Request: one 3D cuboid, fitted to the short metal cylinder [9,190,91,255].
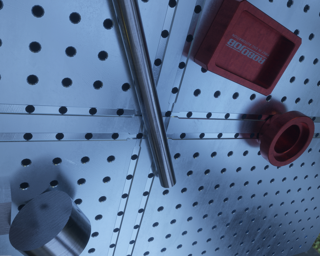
[{"bbox_3d":[-0.133,0.125,0.381,0.080,0.080,0.050,-30,129,-9],"label":"short metal cylinder"}]

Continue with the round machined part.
[{"bbox_3d":[0.208,0.014,0.526,0.099,0.042,0.097,-14,125,-21],"label":"round machined part"}]

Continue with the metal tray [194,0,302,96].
[{"bbox_3d":[0.120,-0.103,0.411,0.131,0.030,0.089,15,111,-35],"label":"metal tray"}]

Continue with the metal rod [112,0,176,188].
[{"bbox_3d":[-0.014,-0.036,0.382,0.025,0.025,0.298,-24,127,-14],"label":"metal rod"}]

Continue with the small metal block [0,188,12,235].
[{"bbox_3d":[-0.203,0.101,0.363,0.050,0.025,0.050,0,119,-29],"label":"small metal block"}]
